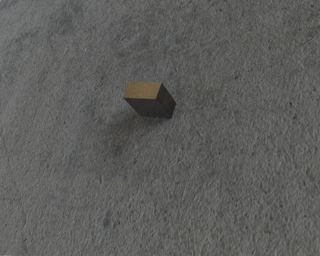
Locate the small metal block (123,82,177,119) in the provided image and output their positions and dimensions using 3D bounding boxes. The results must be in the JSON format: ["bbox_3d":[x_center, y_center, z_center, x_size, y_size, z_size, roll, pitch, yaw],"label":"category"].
[{"bbox_3d":[-0.013,-0.037,0.417,0.050,0.050,0.025,6,65,30],"label":"small metal block"}]
